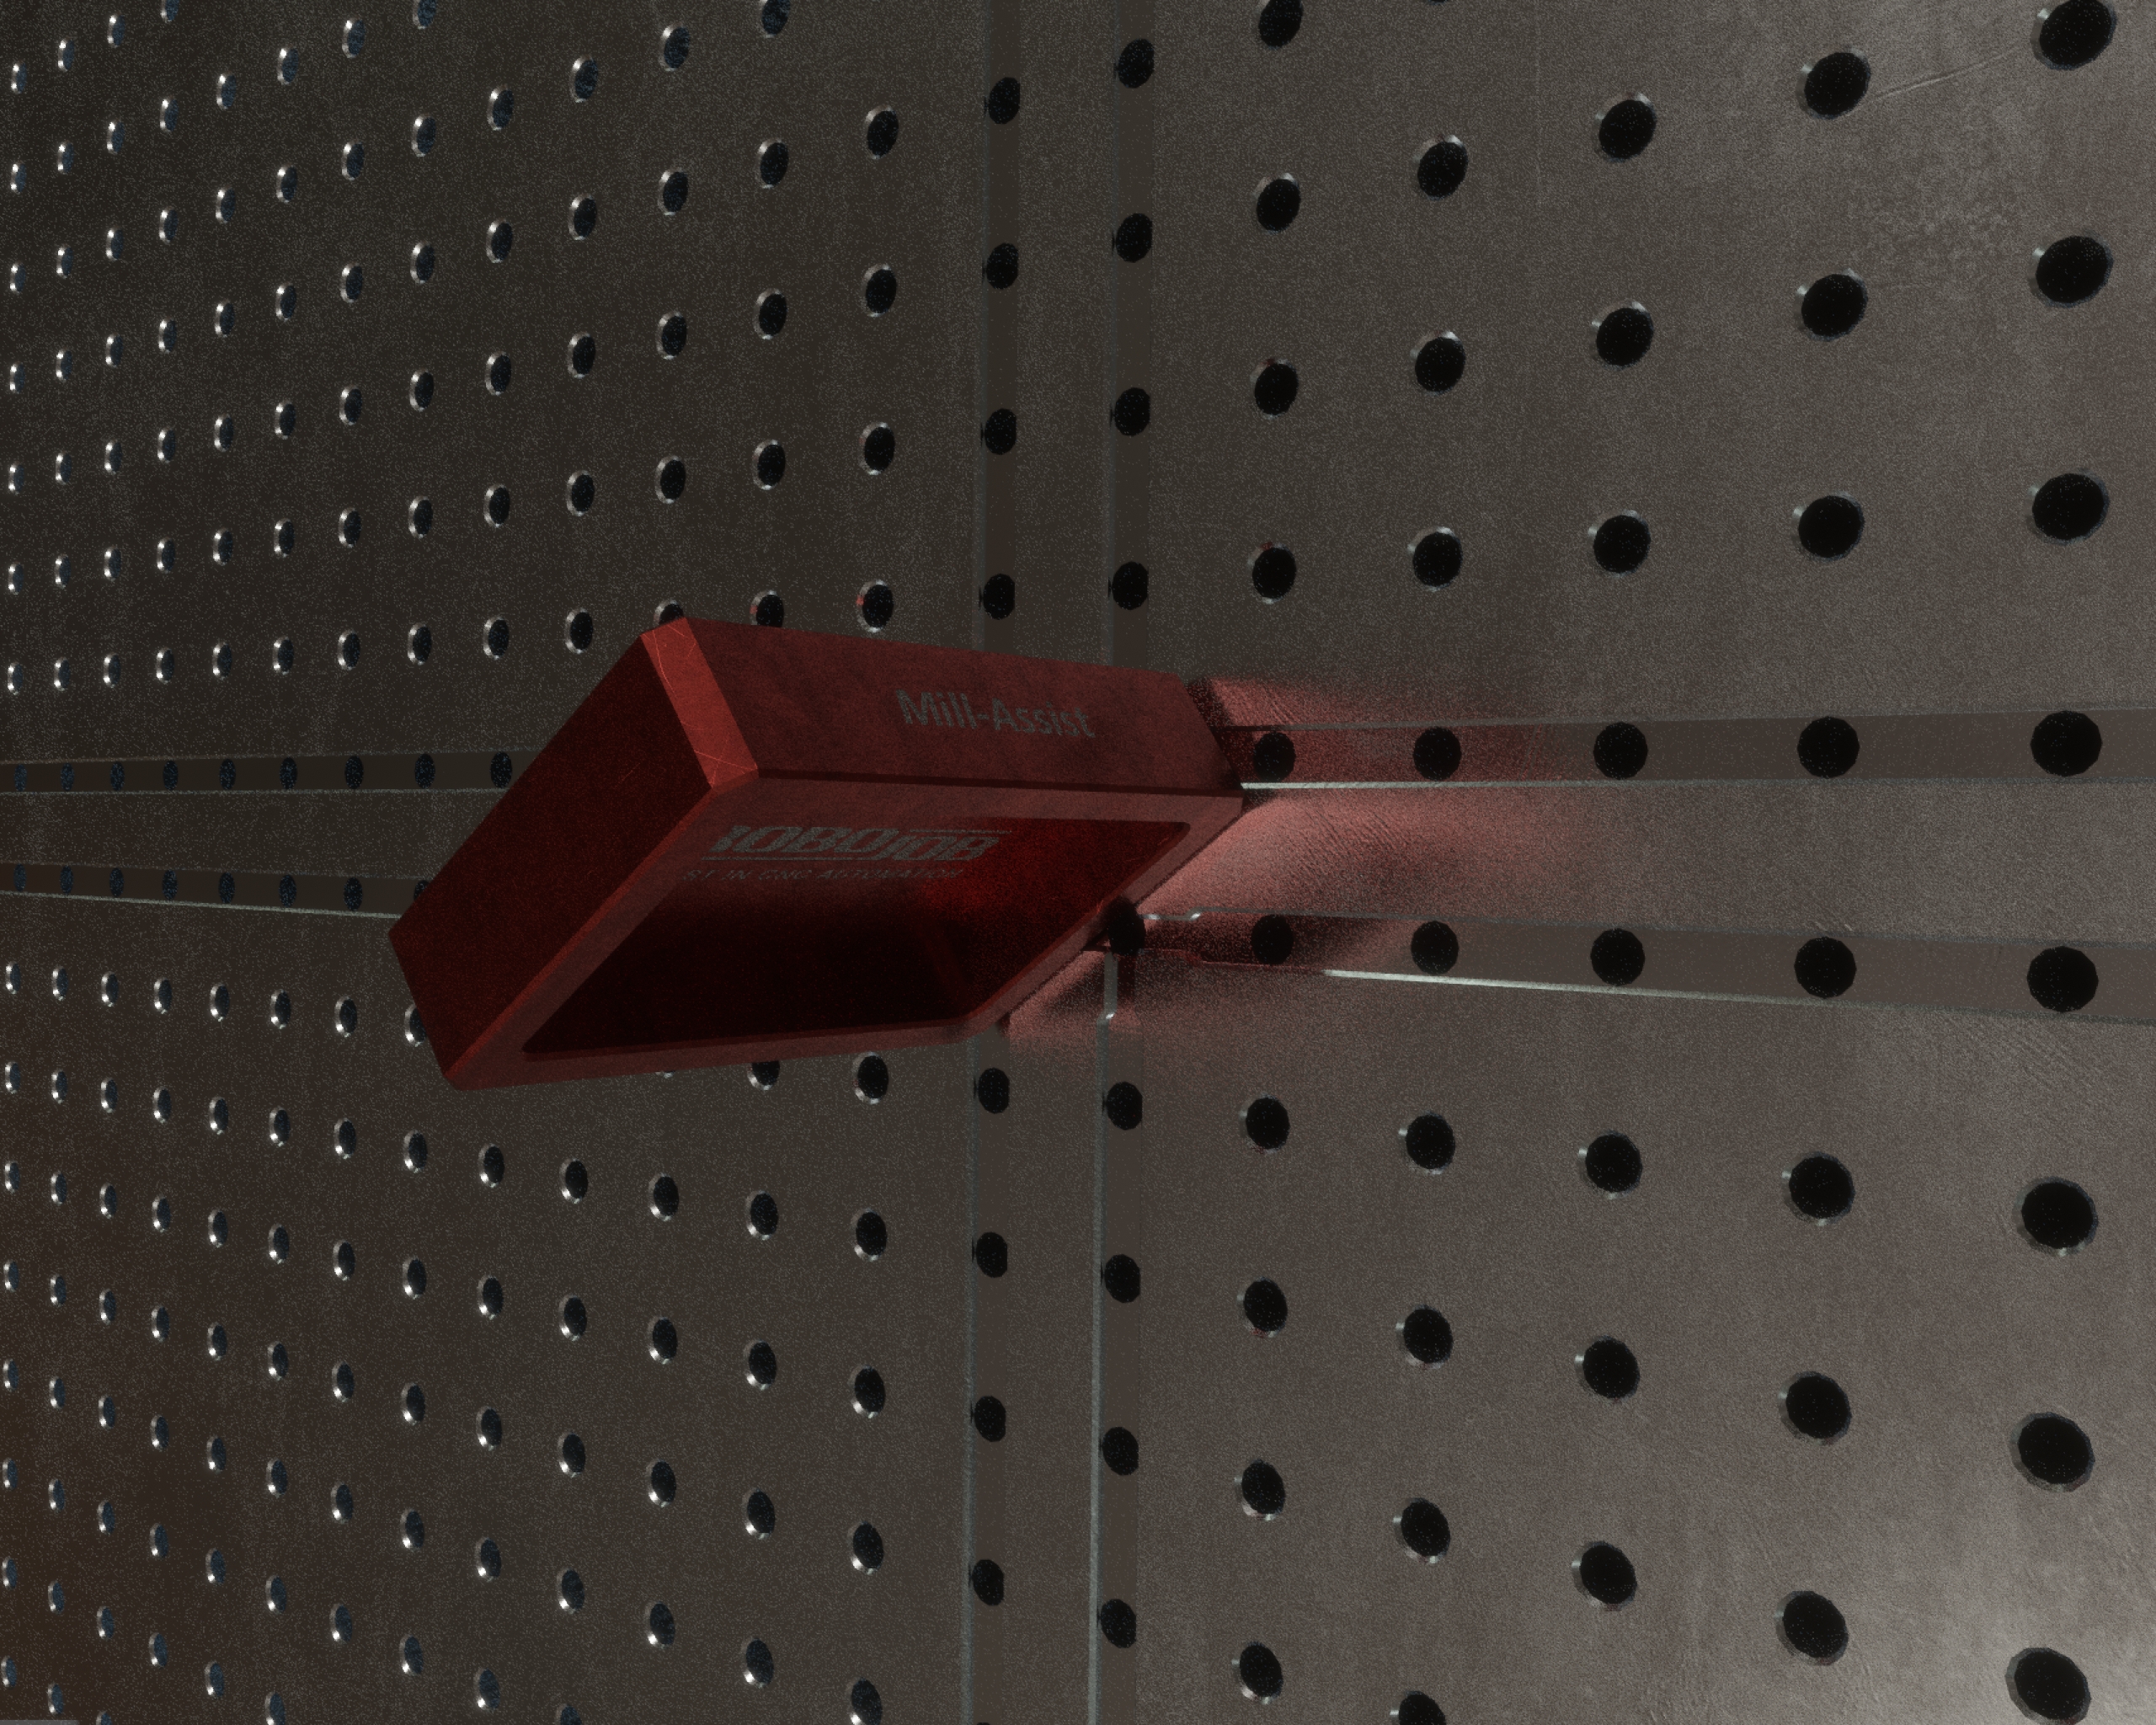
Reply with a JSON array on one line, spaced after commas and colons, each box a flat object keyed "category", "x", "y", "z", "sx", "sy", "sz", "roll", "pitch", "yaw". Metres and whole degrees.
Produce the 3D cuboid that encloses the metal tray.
[{"category": "metal tray", "x": -0.042, "y": 0.001, "z": 0.373, "sx": 0.090, "sy": 0.131, "sz": 0.030, "roll": -42, "pitch": 65, "yaw": 32}]
